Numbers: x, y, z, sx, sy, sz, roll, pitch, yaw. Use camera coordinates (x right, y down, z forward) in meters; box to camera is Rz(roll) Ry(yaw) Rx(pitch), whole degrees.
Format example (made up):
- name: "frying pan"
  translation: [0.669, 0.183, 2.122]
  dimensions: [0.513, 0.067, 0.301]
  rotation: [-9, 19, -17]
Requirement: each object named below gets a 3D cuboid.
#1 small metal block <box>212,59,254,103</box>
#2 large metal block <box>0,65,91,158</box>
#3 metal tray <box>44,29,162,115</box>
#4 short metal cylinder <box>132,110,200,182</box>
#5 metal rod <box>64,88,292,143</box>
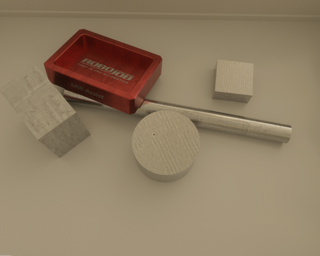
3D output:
- name: "small metal block"
  translation: [0.102, -0.065, 0.435]
  dimensions: [0.050, 0.025, 0.050]
  rotation: [7, 70, 2]
- name: "large metal block"
  translation: [-0.139, -0.017, 0.385]
  dimensions: [0.050, 0.080, 0.080]
  rotation: [-39, 75, -13]
- name: "metal tray"
  translation: [-0.074, -0.079, 0.417]
  dimensions: [0.130, 0.030, 0.090]
  rotation: [22, 55, 11]
- name: "short metal cylinder"
  translation: [0.007, 0.024, 0.388]
  dimensions: [0.081, 0.050, 0.080]
  rotation: [0, 70, 0]
- name: "metal rod"
  translation: [0.021, -0.020, 0.417]
  dimensions: [0.302, 0.025, 0.025]
  rotation: [11, 70, 3]
